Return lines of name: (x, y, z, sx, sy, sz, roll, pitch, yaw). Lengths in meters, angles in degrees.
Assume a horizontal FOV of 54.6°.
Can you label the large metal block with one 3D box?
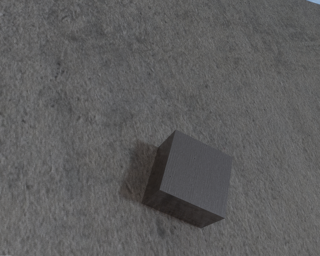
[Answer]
large metal block: (0.034, 0.061, 0.368, 0.080, 0.050, 0.080, 26, 53, -12)
